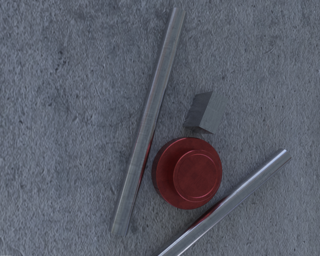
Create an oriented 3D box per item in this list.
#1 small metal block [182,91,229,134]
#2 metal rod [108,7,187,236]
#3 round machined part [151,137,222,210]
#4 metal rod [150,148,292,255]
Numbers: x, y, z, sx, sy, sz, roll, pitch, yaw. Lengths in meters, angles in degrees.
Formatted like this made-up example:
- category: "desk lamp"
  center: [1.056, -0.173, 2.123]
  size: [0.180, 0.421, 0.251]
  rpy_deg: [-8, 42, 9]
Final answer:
- category: "small metal block"
  center: [0.061, -0.020, 0.418]
  size: [0.025, 0.050, 0.050]
  rpy_deg: [26, 82, -18]
- category: "metal rod"
  center: [-0.014, -0.012, 0.403]
  size: [0.025, 0.025, 0.299]
  rpy_deg: [17, 84, -19]
- category: "round machined part"
  center: [0.042, 0.061, 0.416]
  size: [0.099, 0.042, 0.097]
  rpy_deg: [0, 90, -20]
- category: "metal rod"
  center: [0.075, 0.123, 0.437]
  size: [0.301, 0.025, 0.025]
  rpy_deg: [-35, 102, -17]
